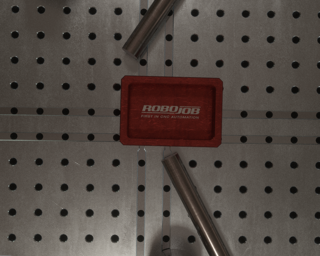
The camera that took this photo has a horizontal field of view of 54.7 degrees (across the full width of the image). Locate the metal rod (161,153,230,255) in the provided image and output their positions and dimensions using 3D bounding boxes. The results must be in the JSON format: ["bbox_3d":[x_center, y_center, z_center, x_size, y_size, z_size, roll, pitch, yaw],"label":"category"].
[{"bbox_3d":[0.080,0.172,0.414,0.025,0.025,0.299,-27,90,0],"label":"metal rod"}]

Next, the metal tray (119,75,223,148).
[{"bbox_3d":[0.015,-0.021,0.411,0.131,0.030,0.089,1,90,-1],"label":"metal tray"}]

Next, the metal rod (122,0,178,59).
[{"bbox_3d":[0.043,-0.223,0.413,0.025,0.025,0.299,34,90,-1],"label":"metal rod"}]

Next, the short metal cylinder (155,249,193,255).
[{"bbox_3d":[0.019,0.206,0.401,0.081,0.050,0.079,0,90,-1],"label":"short metal cylinder"}]
